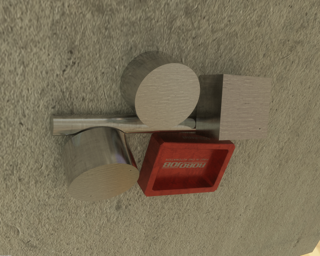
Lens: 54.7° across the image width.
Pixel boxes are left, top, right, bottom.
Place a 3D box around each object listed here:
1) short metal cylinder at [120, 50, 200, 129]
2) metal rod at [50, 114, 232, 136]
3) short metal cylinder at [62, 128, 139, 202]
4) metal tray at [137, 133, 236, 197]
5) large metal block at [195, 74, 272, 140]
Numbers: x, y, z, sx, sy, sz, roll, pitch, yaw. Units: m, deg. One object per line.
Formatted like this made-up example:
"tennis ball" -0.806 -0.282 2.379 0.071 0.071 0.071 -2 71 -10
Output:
"short metal cylinder" -0.001 -0.045 0.364 0.081 0.050 0.079 -14 124 -21
"metal rod" 0.014 -0.006 0.414 0.303 0.025 0.025 -1 119 -28
"short metal cylinder" -0.070 0.044 0.365 0.081 0.050 0.080 -15 145 -11
"metal tray" 0.040 0.054 0.459 0.131 0.030 0.089 3 117 -30
"large metal block" 0.097 -0.028 0.412 0.081 0.050 0.079 -1 98 -28
